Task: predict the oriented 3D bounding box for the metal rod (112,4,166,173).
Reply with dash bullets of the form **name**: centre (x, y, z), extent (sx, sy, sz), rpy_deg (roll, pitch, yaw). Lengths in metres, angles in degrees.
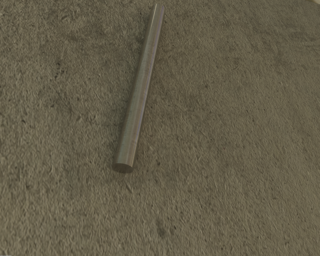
- **metal rod**: centre (-0.023, -0.076, 0.437), extent (0.025, 0.025, 0.300), rpy_deg (21, 54, -16)
